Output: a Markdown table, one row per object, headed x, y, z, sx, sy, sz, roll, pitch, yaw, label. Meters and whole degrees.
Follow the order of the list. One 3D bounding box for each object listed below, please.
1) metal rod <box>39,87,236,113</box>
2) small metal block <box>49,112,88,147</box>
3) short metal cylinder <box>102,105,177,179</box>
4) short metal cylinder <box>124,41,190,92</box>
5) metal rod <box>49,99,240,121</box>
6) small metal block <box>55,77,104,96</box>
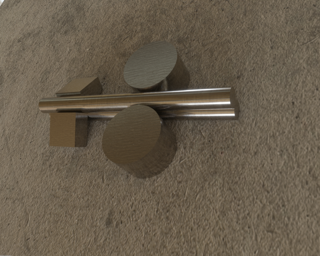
| x | y | z | sx | sy | sz | roll | pitch | yaw | label |
| --- | --- | --- | --- | --- | --- | --- | --- | --- | --- |
| -0.050 | -0.035 | 0.421 | 0.300 | 0.025 | 0.025 | 0 | 62 | 28 | metal rod |
| -0.137 | 0.003 | 0.463 | 0.050 | 0.025 | 0.050 | 1 | 89 | 28 | small metal block |
| -0.025 | 0.018 | 0.391 | 0.080 | 0.050 | 0.080 | -13 | 56 | 21 | short metal cylinder |
| -0.004 | -0.075 | 0.437 | 0.080 | 0.050 | 0.080 | -13 | 56 | 21 | short metal cylinder |
| -0.040 | -0.023 | 0.441 | 0.300 | 0.025 | 0.025 | 0 | 62 | 28 | metal rod |
| -0.128 | -0.058 | 0.497 | 0.050 | 0.025 | 0.050 | 0 | 35 | 28 | small metal block |
